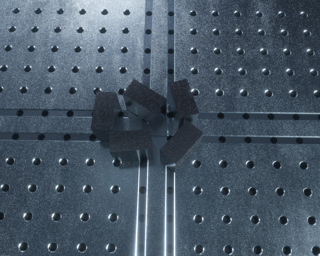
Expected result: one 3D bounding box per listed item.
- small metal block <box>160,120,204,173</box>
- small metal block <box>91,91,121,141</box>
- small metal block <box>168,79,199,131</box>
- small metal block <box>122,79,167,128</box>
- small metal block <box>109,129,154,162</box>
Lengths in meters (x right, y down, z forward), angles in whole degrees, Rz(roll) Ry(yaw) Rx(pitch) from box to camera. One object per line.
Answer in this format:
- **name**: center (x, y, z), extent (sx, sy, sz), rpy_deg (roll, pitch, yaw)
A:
- **small metal block**: center (0.026, 0.025, 0.389), extent (0.025, 0.050, 0.050), rpy_deg (40, 75, 14)
- **small metal block**: center (-0.069, -0.014, 0.403), extent (0.025, 0.050, 0.050), rpy_deg (3, 71, 1)
- **small metal block**: center (0.029, -0.029, 0.409), extent (0.025, 0.050, 0.050), rpy_deg (-15, 70, -5)
- **small metal block**: center (-0.019, -0.031, 0.410), extent (0.050, 0.050, 0.025), rpy_deg (32, 74, 10)
- **small metal block**: center (-0.035, 0.023, 0.390), extent (0.050, 0.050, 0.025), rpy_deg (-5, 70, -2)
